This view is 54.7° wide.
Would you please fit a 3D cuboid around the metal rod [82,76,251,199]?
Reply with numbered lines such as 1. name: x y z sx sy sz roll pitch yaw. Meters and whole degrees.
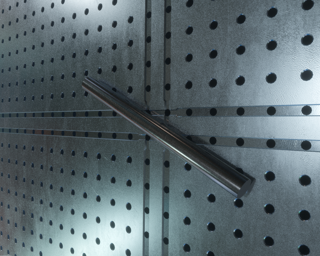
1. metal rod: -0.012 -0.003 0.418 0.300 0.025 0.025 34 111 34
